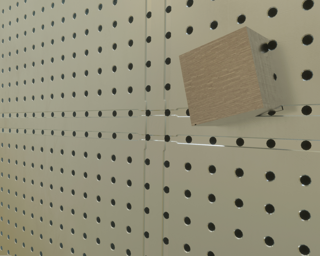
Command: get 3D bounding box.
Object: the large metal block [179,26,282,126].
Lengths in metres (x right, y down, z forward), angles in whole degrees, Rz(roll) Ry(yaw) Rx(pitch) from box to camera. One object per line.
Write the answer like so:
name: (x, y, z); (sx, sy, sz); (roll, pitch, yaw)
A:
large metal block: (0.074, -0.049, 0.331); (0.080, 0.050, 0.080); (-16, 80, 38)
